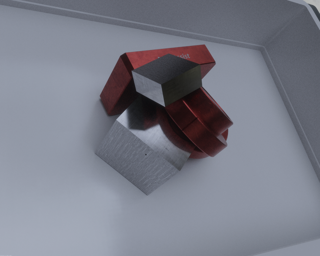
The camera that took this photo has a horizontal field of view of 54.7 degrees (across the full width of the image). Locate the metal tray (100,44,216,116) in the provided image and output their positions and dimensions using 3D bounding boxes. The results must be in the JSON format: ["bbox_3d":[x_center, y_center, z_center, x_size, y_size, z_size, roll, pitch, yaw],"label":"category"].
[{"bbox_3d":[-0.002,-0.062,0.400,0.131,0.090,0.030,-16,71,-35],"label":"metal tray"}]

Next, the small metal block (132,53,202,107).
[{"bbox_3d":[0.007,-0.052,0.322,0.050,0.025,0.050,-31,40,-25],"label":"small metal block"}]

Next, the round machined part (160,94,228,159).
[{"bbox_3d":[0.039,-0.003,0.419,0.099,0.042,0.098,14,56,-21],"label":"round machined part"}]

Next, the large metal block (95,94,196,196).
[{"bbox_3d":[-0.016,0.021,0.349,0.080,0.080,0.050,39,51,-2],"label":"large metal block"}]

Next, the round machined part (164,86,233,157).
[{"bbox_3d":[0.046,-0.018,0.356,0.098,0.042,0.098,46,13,-13],"label":"round machined part"}]
